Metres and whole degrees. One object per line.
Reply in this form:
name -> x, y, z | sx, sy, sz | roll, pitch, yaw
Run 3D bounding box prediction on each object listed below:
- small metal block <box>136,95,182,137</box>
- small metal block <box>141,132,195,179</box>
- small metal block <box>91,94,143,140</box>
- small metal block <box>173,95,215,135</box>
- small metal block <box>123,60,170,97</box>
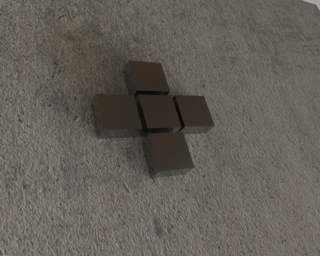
small metal block -> -0.005, -0.016, 0.414 | 0.050, 0.025, 0.050 | -2, 63, -30
small metal block -> 0.009, 0.034, 0.391 | 0.050, 0.025, 0.050 | -2, 63, -30
small metal block -> -0.055, -0.014, 0.386 | 0.050, 0.025, 0.050 | -2, 63, -30
small metal block -> 0.044, -0.019, 0.442 | 0.050, 0.025, 0.050 | -2, 63, -30
small metal block -> -0.020, -0.066, 0.436 | 0.050, 0.025, 0.050 | -2, 63, -30
